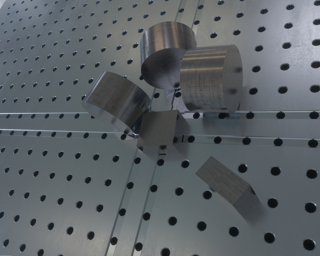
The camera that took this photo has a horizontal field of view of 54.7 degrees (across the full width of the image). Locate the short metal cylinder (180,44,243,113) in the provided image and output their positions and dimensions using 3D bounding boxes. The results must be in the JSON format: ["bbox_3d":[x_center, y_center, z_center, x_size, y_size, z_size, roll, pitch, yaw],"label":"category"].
[{"bbox_3d":[0.065,-0.058,0.375,0.050,0.080,0.080,3,63,30],"label":"short metal cylinder"}]

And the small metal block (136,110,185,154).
[{"bbox_3d":[0.002,0.006,0.404,0.050,0.025,0.050,-4,60,26],"label":"small metal block"}]

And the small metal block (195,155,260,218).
[{"bbox_3d":[0.070,0.061,0.318,0.025,0.050,0.050,-48,51,-5],"label":"small metal block"}]

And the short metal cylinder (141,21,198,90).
[{"bbox_3d":[0.014,-0.097,0.426,0.080,0.080,0.050,-17,55,19],"label":"short metal cylinder"}]

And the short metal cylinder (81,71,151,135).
[{"bbox_3d":[-0.060,-0.033,0.425,0.080,0.080,0.050,18,72,35],"label":"short metal cylinder"}]
